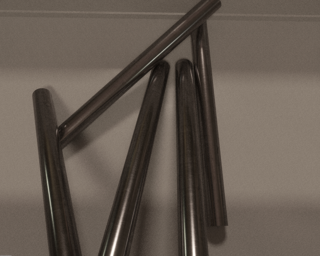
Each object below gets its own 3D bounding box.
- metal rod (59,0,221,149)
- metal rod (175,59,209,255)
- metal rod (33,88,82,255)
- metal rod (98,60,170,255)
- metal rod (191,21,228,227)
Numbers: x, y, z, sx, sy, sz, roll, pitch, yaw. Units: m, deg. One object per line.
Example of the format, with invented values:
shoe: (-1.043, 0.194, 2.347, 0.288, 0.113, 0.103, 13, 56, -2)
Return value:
metal rod: (-0.032, -0.078, 0.418, 0.300, 0.025, 0.025, -43, 76, -7)
metal rod: (0.031, 0.019, 0.340, 0.025, 0.025, 0.300, 2, 46, 0)
metal rod: (-0.110, 0.048, 0.321, 0.025, 0.025, 0.300, -22, 45, -8)
metal rod: (-0.020, 0.019, 0.339, 0.025, 0.025, 0.300, 9, 46, 3)
metal rod: (0.063, -0.024, 0.419, 0.025, 0.025, 0.299, -2, 70, -1)
